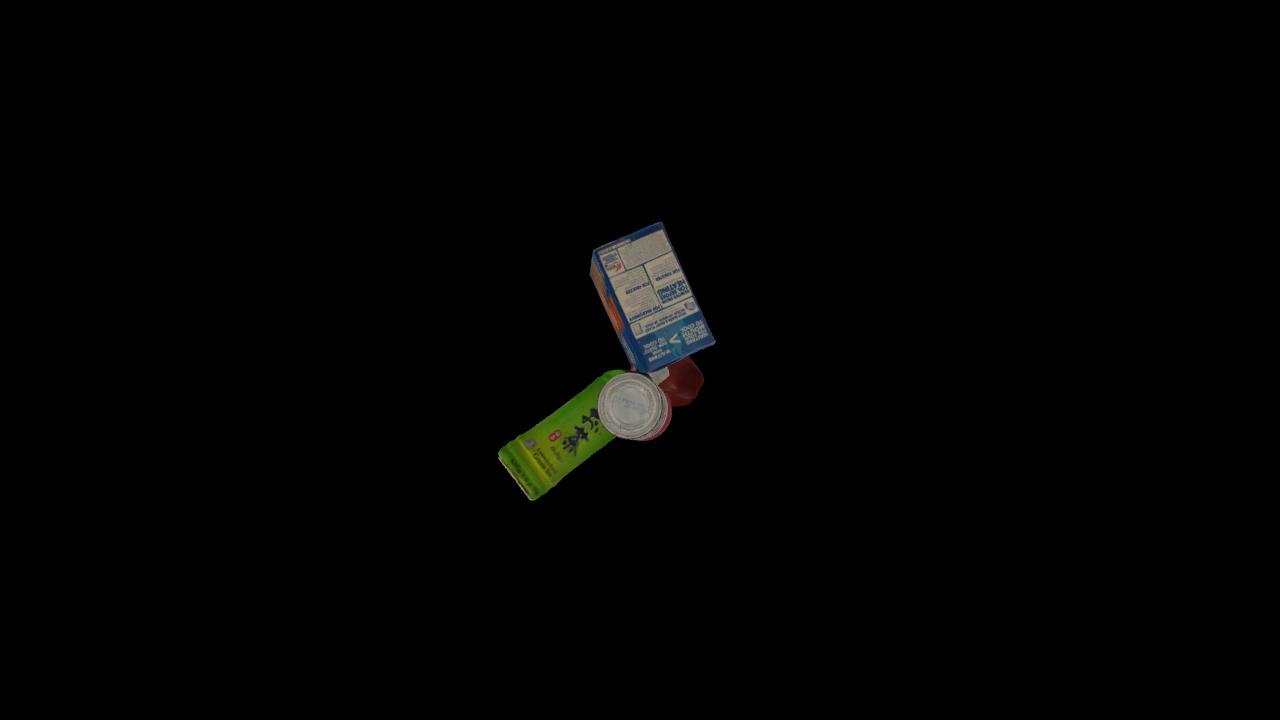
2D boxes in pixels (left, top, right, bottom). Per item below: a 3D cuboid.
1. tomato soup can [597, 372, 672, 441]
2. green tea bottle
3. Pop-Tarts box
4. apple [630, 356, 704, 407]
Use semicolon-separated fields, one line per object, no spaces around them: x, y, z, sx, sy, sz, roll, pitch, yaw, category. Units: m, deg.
-0.004;0.051;0.643;0.068;0.068;0.101;0;-8;8;tomato soup can
-0.056;0.067;0.693;0.212;0.073;0.073;-39;11;-14;green tea bottle
0.007;-0.063;0.709;0.083;0.141;0.167;-25;2;-5;Pop-Tarts box
0.030;0.018;0.756;0.093;0.079;0.079;29;-3;-5;apple
